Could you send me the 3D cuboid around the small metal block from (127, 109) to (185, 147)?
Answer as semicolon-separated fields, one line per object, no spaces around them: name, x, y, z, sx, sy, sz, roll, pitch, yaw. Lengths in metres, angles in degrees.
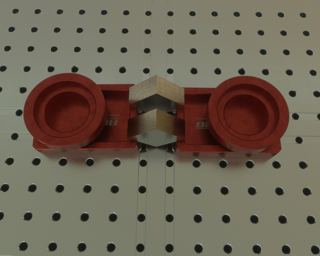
small metal block;-0.005;0.001;0.382;0.050;0.050;0.025;-18;63;41

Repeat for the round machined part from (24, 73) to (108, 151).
round machined part;-0.116;-0.017;0.395;0.099;0.042;0.098;0;70;0

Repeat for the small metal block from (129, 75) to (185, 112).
small metal block;-0.004;-0.040;0.398;0.050;0.050;0.025;-18;63;41

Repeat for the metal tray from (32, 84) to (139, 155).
metal tray;-0.095;-0.012;0.414;0.131;0.030;0.090;-1;72;-1

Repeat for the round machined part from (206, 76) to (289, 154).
round machined part;0.108;-0.014;0.395;0.099;0.042;0.098;0;70;0

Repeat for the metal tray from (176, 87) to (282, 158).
metal tray;0.087;-0.007;0.412;0.131;0.030;0.090;1;70;0
